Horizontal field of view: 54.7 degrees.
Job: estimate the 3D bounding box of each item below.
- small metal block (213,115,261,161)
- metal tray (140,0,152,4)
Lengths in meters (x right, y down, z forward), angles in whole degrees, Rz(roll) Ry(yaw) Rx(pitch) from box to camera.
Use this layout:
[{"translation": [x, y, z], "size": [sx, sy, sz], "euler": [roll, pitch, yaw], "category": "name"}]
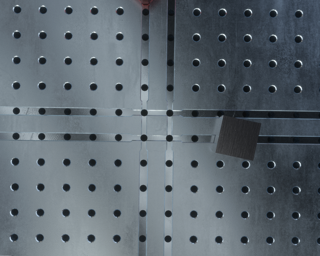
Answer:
[{"translation": [0.102, 0.013, 0.414], "size": [0.050, 0.025, 0.050], "euler": [12, 90, 0], "category": "small metal block"}, {"translation": [-0.034, -0.244, 0.410], "size": [0.130, 0.030, 0.090], "euler": [45, 90, 0], "category": "metal tray"}]
